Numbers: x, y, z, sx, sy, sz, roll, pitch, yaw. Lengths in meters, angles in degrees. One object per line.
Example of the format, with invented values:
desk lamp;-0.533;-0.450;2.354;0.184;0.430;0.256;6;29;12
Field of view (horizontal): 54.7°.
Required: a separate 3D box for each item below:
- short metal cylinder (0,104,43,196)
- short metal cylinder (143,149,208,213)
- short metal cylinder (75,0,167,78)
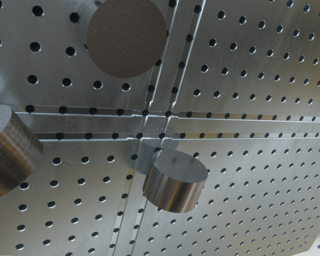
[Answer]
short metal cylinder;-0.164;0.022;0.300;0.080;0.080;0.050;-32;129;-8
short metal cylinder;0.021;0.072;0.434;0.081;0.080;0.050;3;117;-30
short metal cylinder;-0.040;-0.097;0.314;0.081;0.050;0.079;-14;124;-21
